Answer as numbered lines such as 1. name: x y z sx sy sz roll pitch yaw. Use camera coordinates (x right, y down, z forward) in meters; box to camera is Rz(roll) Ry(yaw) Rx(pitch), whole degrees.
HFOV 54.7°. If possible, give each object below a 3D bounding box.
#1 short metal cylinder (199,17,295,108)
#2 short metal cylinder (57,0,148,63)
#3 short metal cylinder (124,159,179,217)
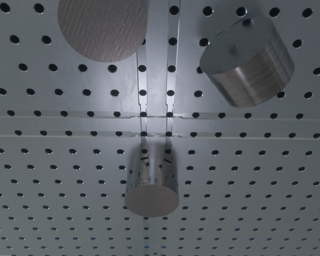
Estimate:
1. short metal cylinder: 0.089 -0.067 0.319 0.080 0.080 0.050 -30 124 22
2. short metal cylinder: -0.052 -0.111 0.300 0.081 0.050 0.079 0 130 0
3. short metal cylinder: -0.012 0.092 0.474 0.081 0.050 0.079 0 130 0
